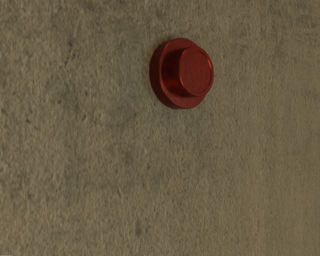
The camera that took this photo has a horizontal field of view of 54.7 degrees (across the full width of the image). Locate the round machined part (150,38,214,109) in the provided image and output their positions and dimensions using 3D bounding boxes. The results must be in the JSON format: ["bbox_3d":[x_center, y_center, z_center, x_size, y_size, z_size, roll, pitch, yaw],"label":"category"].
[{"bbox_3d":[0.037,-0.075,0.427,0.099,0.042,0.097,0,90,-40],"label":"round machined part"}]
